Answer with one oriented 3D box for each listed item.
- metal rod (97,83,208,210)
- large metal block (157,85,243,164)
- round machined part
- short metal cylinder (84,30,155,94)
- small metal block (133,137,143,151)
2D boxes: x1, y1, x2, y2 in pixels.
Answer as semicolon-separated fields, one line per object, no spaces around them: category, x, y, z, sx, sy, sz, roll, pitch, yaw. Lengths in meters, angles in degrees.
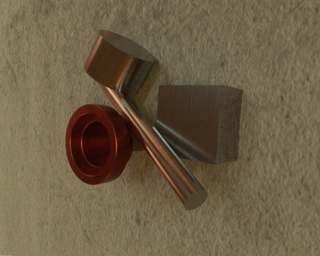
metal rod;-0.036;-0.017;0.385;0.300;0.025;0.025;51;121;44
large metal block;0.043;-0.006;0.353;0.080;0.050;0.079;6;94;39
round machined part;-0.072;0.019;0.388;0.098;0.042;0.097;2;92;39
short metal cylinder;-0.053;-0.088;0.413;0.080;0.081;0.050;45;117;30
small metal block;-0.045;0.007;0.426;0.025;0.050;0.050;-3;89;40
